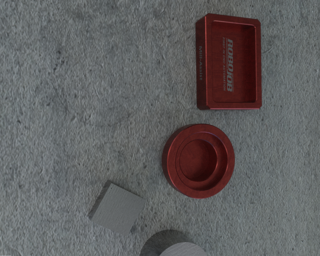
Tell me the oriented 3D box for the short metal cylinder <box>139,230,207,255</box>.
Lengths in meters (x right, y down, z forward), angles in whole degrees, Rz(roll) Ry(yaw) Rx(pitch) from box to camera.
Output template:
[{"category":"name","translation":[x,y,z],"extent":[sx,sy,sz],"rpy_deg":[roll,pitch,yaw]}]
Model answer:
[{"category":"short metal cylinder","translation":[0.018,0.180,0.404],"extent":[0.081,0.050,0.079],"rpy_deg":[0,90,-21]}]

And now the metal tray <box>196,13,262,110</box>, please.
[{"category":"metal tray","translation":[0.099,-0.091,0.444],"extent":[0.091,0.030,0.129],"rpy_deg":[-1,91,-21]}]

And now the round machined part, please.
[{"category":"round machined part","translation":[0.048,0.043,0.419],"extent":[0.099,0.042,0.097],"rpy_deg":[0,90,-21]}]

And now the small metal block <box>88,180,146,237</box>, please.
[{"category":"small metal block","translation":[-0.054,0.100,0.390],"extent":[0.050,0.025,0.050],"rpy_deg":[31,80,-18]}]
